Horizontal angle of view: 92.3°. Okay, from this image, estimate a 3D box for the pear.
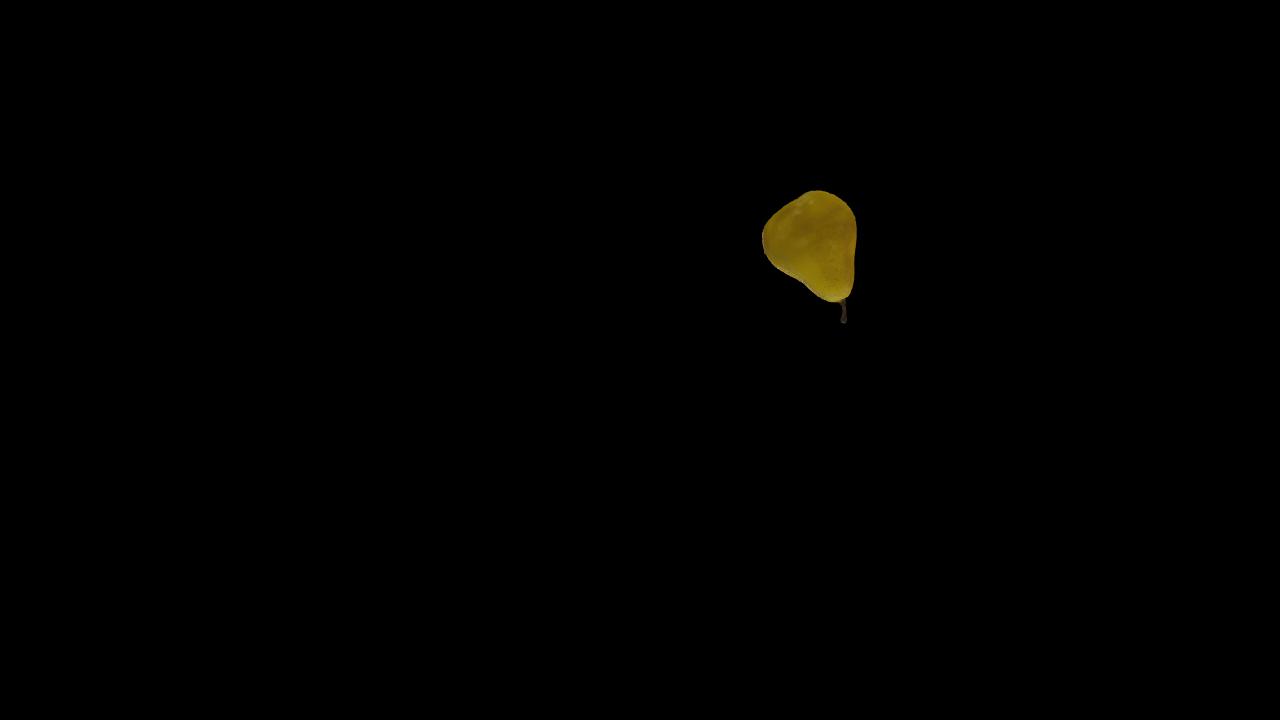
[{"bbox_3d":[0.159,-0.088,0.527,0.080,0.111,0.080,-36,-2,-2],"label":"pear"}]
